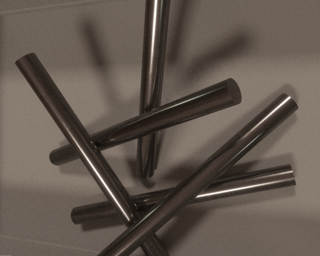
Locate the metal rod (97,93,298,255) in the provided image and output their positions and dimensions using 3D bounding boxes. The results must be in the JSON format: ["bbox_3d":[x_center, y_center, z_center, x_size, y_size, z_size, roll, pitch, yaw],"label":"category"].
[{"bbox_3d":[0.039,0.069,0.367,0.300,0.025,0.025,-42,77,3],"label":"metal rod"}]

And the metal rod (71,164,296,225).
[{"bbox_3d":[0.016,0.091,0.404,0.301,0.025,0.025,-15,85,19],"label":"metal rod"}]

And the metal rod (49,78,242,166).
[{"bbox_3d":[-0.044,0.005,0.372,0.299,0.025,0.025,-19,84,38],"label":"metal rod"}]

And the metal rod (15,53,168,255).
[{"bbox_3d":[-0.079,0.045,0.383,0.025,0.025,0.299,-29,100,17],"label":"metal rod"}]

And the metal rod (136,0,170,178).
[{"bbox_3d":[-0.008,-0.069,0.346,0.025,0.025,0.298,17,121,19],"label":"metal rod"}]
